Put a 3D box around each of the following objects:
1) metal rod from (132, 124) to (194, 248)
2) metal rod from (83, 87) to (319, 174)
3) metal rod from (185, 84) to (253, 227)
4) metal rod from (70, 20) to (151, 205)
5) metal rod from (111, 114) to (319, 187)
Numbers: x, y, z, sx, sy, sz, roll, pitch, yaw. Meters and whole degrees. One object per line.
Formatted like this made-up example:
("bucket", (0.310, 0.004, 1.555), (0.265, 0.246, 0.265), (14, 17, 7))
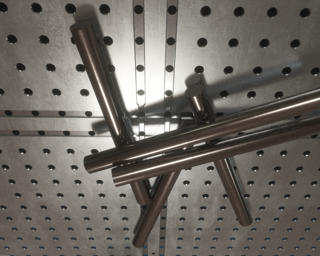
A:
("metal rod", (0.000, 0.112, 0.506), (0.025, 0.025, 0.298), (12, 129, -11))
("metal rod", (0.044, 0.007, 0.384), (0.301, 0.025, 0.025), (-17, 128, 13))
("metal rod", (0.097, 0.060, 0.464), (0.025, 0.025, 0.299), (-17, 129, 14))
("metal rod", (-0.054, 0.005, 0.415), (0.025, 0.025, 0.298), (-8, 130, 6))
("metal rod", (0.087, 0.026, 0.403), (0.302, 0.025, 0.025), (-15, 130, -1))
